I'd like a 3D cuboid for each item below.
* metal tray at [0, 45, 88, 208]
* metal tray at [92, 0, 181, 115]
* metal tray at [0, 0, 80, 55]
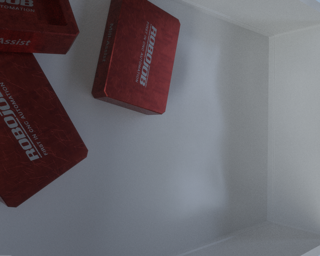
[{"bbox_3d":[-0.137,-0.004,0.289,0.091,0.030,0.129,-38,114,-33],"label":"metal tray"},{"bbox_3d":[-0.026,-0.089,0.383,0.091,0.030,0.129,16,80,-39],"label":"metal tray"},{"bbox_3d":[-0.144,-0.110,0.259,0.131,0.030,0.090,-8,70,-40],"label":"metal tray"}]
